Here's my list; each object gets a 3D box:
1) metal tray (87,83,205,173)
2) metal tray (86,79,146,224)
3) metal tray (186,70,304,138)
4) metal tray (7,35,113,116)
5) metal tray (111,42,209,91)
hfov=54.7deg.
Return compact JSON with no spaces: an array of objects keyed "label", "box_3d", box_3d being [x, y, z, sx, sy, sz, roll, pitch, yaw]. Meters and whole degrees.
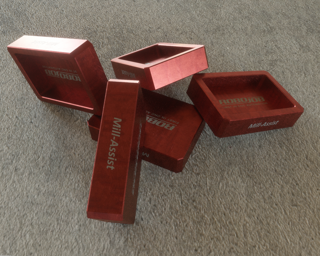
[{"label":"metal tray","box_3d":[-0.015,-0.005,0.405,0.130,0.030,0.090,20,53,15]},{"label":"metal tray","box_3d":[-0.038,0.028,0.313,0.030,0.090,0.130,4,71,4]},{"label":"metal tray","box_3d":[0.112,-0.036,0.412,0.131,0.030,0.090,-7,49,-26]},{"label":"metal tray","box_3d":[-0.127,-0.069,0.399,0.130,0.090,0.030,14,50,32]},{"label":"metal tray","box_3d":[-0.005,-0.092,0.440,0.091,0.030,0.130,-25,26,-20]}]
